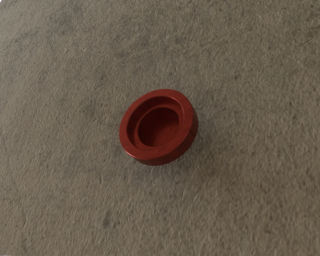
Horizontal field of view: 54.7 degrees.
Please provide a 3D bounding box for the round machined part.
[{"bbox_3d":[0.002,0.003,0.389,0.098,0.042,0.098,-13,56,20],"label":"round machined part"}]
